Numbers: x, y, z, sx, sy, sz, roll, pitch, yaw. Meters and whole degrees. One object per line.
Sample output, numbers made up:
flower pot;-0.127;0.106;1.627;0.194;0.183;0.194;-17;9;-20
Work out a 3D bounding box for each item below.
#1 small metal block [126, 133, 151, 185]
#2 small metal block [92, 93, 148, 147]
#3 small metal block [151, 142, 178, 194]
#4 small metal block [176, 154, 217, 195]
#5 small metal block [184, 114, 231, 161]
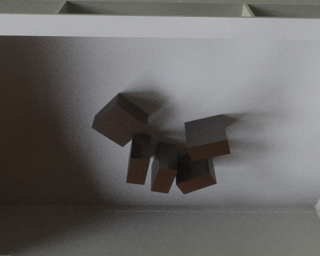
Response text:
small metal block;-0.029;0.042;0.428;0.025;0.050;0.050;8;130;-7
small metal block;-0.051;-0.009;0.401;0.050;0.025;0.050;36;122;-27
small metal block;0.005;0.057;0.441;0.025;0.050;0.050;11;129;-9
small metal block;0.050;0.061;0.445;0.050;0.050;0.025;-22;127;18
small metal block;0.061;0.012;0.403;0.050;0.050;0.025;-13;129;10
